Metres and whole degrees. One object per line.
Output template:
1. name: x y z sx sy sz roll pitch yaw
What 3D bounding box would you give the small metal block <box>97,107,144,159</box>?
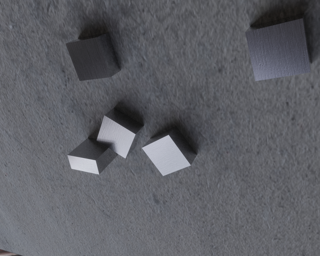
1. small metal block: -0.057 0.007 0.440 0.050 0.025 0.050 31 128 7

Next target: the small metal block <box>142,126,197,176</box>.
1. small metal block: 0.013 0.032 0.418 0.050 0.025 0.050 -28 104 37

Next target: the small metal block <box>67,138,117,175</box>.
1. small metal block: -0.101 0.041 0.467 0.050 0.050 0.025 7 122 24

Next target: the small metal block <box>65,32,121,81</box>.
1. small metal block: -0.084 -0.090 0.394 0.050 0.025 0.050 -2 118 28

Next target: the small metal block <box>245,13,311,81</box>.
1. small metal block: 0.115 -0.077 0.298 0.050 0.025 0.050 -6 116 30
